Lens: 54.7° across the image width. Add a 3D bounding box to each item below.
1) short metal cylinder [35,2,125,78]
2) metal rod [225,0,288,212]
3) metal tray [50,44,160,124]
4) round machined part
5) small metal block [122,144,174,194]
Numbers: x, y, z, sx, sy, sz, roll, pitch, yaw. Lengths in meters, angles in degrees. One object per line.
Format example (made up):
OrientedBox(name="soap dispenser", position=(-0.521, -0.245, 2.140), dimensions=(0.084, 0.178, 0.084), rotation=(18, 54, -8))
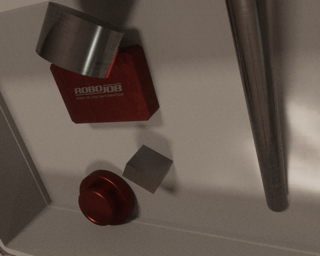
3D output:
OrientedBox(name="short metal cylinder", position=(-0.083, -0.093, 0.328), dimensions=(0.080, 0.080, 0.050), rotation=(27, 108, 11))
OrientedBox(name="metal rod", position=(0.098, 0.001, 0.286), dimensions=(0.025, 0.025, 0.299), rotation=(2, 142, 27))
OrientedBox(name="metal tray", position=(-0.074, -0.054, 0.410), dimensions=(0.130, 0.030, 0.089), rotation=(-2, 118, 28))
OrientedBox(name="round machined part", position=(-0.095, 0.122, 0.514), dimensions=(0.098, 0.042, 0.097), rotation=(11, 117, 24))
OrientedBox(name="small metal block", position=(-0.016, 0.057, 0.435), dimensions=(0.050, 0.050, 0.025), rotation=(29, 128, 9))
